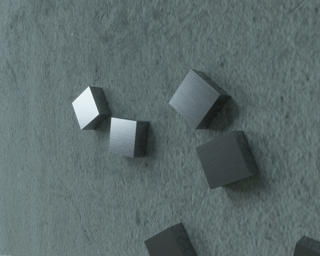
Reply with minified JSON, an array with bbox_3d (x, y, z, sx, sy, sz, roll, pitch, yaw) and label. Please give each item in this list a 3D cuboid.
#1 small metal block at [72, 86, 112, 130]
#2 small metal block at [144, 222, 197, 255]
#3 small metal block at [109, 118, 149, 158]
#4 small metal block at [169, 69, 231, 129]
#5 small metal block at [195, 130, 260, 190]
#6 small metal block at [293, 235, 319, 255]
[{"bbox_3d":[-0.109,-0.031,0.492,0.050,0.025,0.050,-35,69,34],"label":"small metal block"},{"bbox_3d":[0.014,0.155,0.392,0.050,0.025,0.050,-40,66,32],"label":"small metal block"},{"bbox_3d":[-0.045,0.013,0.440,0.050,0.025,0.050,9,96,39],"label":"small metal block"},{"bbox_3d":[0.046,-0.033,0.366,0.050,0.025,0.050,48,118,29],"label":"small metal block"},{"bbox_3d":[0.074,0.035,0.343,0.050,0.025,0.050,-29,72,36],"label":"small metal block"},{"bbox_3d":[0.148,0.135,0.282,0.050,0.025,0.050,16,100,38],"label":"small metal block"}]
